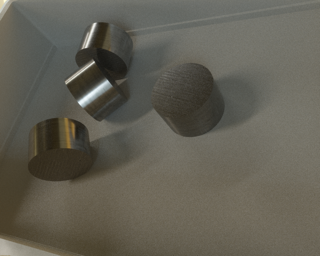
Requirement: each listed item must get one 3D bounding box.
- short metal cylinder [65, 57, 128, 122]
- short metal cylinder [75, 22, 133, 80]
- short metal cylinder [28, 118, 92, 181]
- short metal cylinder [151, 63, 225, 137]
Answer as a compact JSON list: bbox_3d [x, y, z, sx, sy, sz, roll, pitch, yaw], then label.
[{"bbox_3d":[-0.092,-0.056,0.453,0.050,0.080,0.080,-37,51,4],"label":"short metal cylinder"},{"bbox_3d":[-0.087,-0.118,0.489,0.080,0.080,0.050,-5,60,26],"label":"short metal cylinder"},{"bbox_3d":[-0.136,0.031,0.423,0.080,0.080,0.050,-26,53,12],"label":"short metal cylinder"},{"bbox_3d":[0.036,-0.035,0.392,0.080,0.050,0.080,-13,56,21],"label":"short metal cylinder"}]
